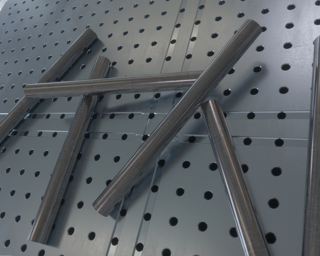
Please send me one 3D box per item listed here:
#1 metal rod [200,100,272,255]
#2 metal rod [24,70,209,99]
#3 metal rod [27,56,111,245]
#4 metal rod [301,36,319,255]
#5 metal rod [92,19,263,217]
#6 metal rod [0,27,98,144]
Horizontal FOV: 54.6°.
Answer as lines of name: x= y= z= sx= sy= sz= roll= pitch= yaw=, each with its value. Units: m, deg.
metal rod: x=0.086 y=0.093 z=0.306 sx=0.025 sy=0.025 sz=0.300 roll=-22 pitch=53 yaw=15
metal rod: x=-0.071 y=-0.062 z=0.460 sx=0.301 sy=0.025 sz=0.025 roll=-1 pitch=61 yaw=19
metal rod: x=-0.128 y=0.017 z=0.466 sx=0.025 sy=0.025 sz=0.300 roll=-1 pitch=61 yaw=28
metal rod: x=0.159 y=0.029 z=0.307 sx=0.025 sy=0.025 sz=0.300 roll=2 pitch=62 yaw=29
metal rod: x=0.022 y=-0.013 z=0.387 sx=0.300 sy=0.025 sz=0.025 roll=-50 pitch=51 yaw=-1
metal rod: x=-0.223 y=-0.067 z=0.567 sx=0.025 sy=0.025 sz=0.300 roll=34 pitch=80 yaw=38
